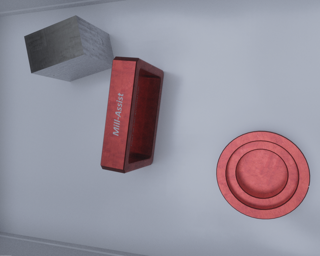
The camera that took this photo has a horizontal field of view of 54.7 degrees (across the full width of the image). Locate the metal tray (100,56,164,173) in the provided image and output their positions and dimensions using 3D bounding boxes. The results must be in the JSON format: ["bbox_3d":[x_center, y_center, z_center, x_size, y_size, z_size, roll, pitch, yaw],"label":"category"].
[{"bbox_3d":[-0.031,-0.015,0.386,0.030,0.090,0.129,8,93,19],"label":"metal tray"}]

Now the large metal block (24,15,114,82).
[{"bbox_3d":[-0.119,-0.103,0.422,0.080,0.080,0.050,-14,86,19],"label":"large metal block"}]

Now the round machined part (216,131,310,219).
[{"bbox_3d":[0.118,0.052,0.360,0.098,0.042,0.097,0,90,19],"label":"round machined part"}]
